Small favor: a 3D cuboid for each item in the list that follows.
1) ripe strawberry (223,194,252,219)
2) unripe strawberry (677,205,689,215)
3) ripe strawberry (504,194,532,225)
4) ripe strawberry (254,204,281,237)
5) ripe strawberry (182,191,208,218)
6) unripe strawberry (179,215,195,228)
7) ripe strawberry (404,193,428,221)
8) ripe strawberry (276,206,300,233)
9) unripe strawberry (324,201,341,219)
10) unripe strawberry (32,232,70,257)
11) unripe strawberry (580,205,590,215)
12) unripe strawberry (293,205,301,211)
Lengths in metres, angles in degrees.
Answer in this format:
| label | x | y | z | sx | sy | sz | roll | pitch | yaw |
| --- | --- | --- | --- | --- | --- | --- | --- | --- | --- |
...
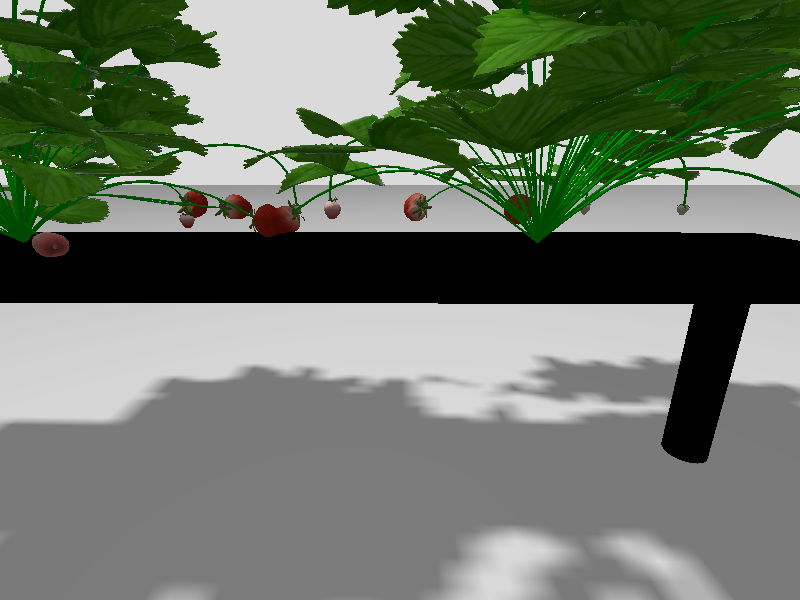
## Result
| label | x | y | z | sx | sy | sz | roll | pitch | yaw |
| --- | --- | --- | --- | --- | --- | --- | --- | --- | --- |
| ripe strawberry | -0.207 | -0.119 | 0.510 | 0.036 | 0.031 | 0.036 | 12 | 21 | 34 |
| unripe strawberry | 0.314 | -0.100 | 0.445 | 0.010 | 0.011 | 0.011 | -9 | 20 | -27 |
| ripe strawberry | 0.143 | -0.110 | 0.485 | 0.034 | 0.036 | 0.037 | 3 | 17 | 8 |
| ripe strawberry | -0.122 | -0.076 | 0.383 | 0.032 | 0.031 | 0.029 | 1 | 17 | -11 |
| ripe strawberry | -0.273 | -0.129 | 0.539 | 0.031 | 0.036 | 0.034 | 5 | 18 | 15 |
| unripe strawberry | -0.231 | -0.085 | 0.436 | 0.015 | 0.015 | 0.016 | -16 | 23 | -40 |
| ripe strawberry | 0.018 | -0.115 | 0.497 | 0.030 | 0.034 | 0.032 | -11 | 15 | -31 |
| ripe strawberry | -0.111 | -0.076 | 0.388 | 0.028 | 0.027 | 0.030 | -32 | 9 | 18 |
| unripe strawberry | -0.088 | -0.117 | 0.519 | 0.020 | 0.024 | 0.024 | 15 | 23 | 39 |
| unripe strawberry | -0.246 | -0.039 | 0.283 | 0.020 | 0.017 | 0.020 | 15 | 23 | 37 |
| unripe strawberry | 0.247 | -0.121 | 0.536 | 0.013 | 0.014 | 0.014 | 11 | 21 | 31 |
| unripe strawberry | -0.122 | -0.106 | 0.471 | 0.011 | 0.011 | 0.011 | -11 | 21 | -30 |
